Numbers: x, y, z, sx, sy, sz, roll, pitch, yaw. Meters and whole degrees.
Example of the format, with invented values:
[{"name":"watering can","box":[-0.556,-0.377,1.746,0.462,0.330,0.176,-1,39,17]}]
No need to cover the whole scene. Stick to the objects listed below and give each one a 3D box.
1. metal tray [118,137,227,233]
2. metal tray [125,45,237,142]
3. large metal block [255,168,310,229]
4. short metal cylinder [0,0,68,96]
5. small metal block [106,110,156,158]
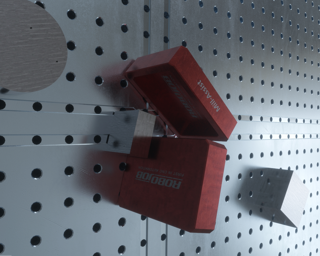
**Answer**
[{"name":"metal tray","box":[0.008,0.057,0.350,0.030,0.130,0.090,19,78,-39]},{"name":"metal tray","box":[0.027,-0.037,0.391,0.130,0.090,0.030,49,61,-29]},{"name":"large metal block","box":[0.238,0.134,0.596,0.080,0.050,0.080,44,64,-32]},{"name":"short metal cylinder","box":[-0.133,-0.070,0.282,0.081,0.050,0.079,0,90,-40]},{"name":"small metal block","box":[-0.035,0.007,0.366,0.025,0.050,0.050,19,78,-39]}]
